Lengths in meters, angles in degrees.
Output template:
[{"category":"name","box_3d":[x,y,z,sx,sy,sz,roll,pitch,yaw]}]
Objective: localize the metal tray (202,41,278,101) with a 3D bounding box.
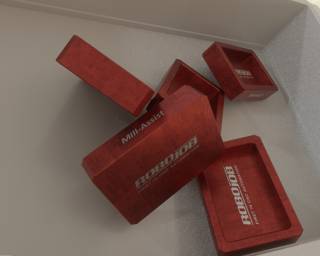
[{"category":"metal tray","box_3d":[0.135,-0.091,0.508,0.131,0.030,0.090,-7,64,-48]}]

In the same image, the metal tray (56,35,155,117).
[{"category":"metal tray","box_3d":[-0.054,-0.050,0.345,0.090,0.130,0.030,35,89,-4]}]

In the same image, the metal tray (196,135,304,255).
[{"category":"metal tray","box_3d":[0.095,0.076,0.366,0.091,0.030,0.130,-13,54,-1]}]

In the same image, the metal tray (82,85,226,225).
[{"category":"metal tray","box_3d":[0.000,0.029,0.315,0.130,0.090,0.030,-37,42,-11]}]

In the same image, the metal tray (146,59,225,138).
[{"category":"metal tray","box_3d":[0.041,-0.038,0.419,0.090,0.030,0.130,34,33,-7]}]
